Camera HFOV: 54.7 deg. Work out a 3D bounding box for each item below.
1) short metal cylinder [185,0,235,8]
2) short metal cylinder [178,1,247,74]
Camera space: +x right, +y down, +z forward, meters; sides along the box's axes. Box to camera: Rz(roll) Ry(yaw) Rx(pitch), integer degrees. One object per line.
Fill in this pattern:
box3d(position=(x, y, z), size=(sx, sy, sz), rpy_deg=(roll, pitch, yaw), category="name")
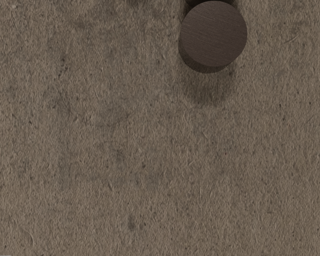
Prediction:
box3d(position=(0.068, -0.195, 0.398), size=(0.081, 0.050, 0.079), rpy_deg=(0, 90, -1), category="short metal cylinder")
box3d(position=(0.065, -0.114, 0.398), size=(0.081, 0.050, 0.079), rpy_deg=(0, 90, -1), category="short metal cylinder")
